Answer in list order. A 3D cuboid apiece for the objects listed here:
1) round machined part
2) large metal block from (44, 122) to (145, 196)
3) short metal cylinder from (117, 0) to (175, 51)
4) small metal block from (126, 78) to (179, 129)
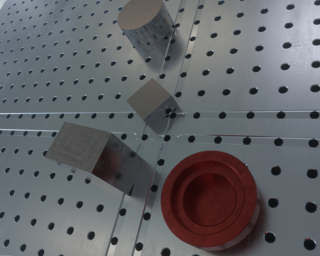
[{"bbox_3d":[0.054,0.076,0.322,0.098,0.042,0.098,-13,56,21],"label":"round machined part"},{"bbox_3d":[-0.080,0.039,0.391,0.080,0.080,0.050,11,68,33],"label":"large metal block"},{"bbox_3d":[-0.023,-0.175,0.512,0.080,0.050,0.080,-13,56,21],"label":"short metal cylinder"},{"bbox_3d":[-0.011,-0.035,0.436,0.050,0.025,0.050,-42,51,-1],"label":"small metal block"}]
